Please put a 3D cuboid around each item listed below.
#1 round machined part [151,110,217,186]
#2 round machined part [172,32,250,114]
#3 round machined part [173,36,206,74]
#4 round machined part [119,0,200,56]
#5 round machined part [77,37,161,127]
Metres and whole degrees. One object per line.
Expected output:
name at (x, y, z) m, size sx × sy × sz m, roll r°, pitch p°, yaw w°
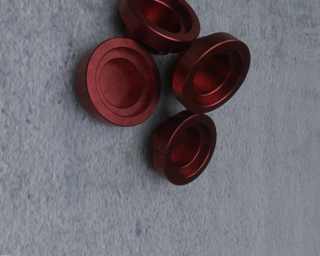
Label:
round machined part at (0.027, 0.022, 0.406) m, size 0.099 × 0.042 × 0.097 m, roll -21°, pitch 122°, yaw -38°
round machined part at (0.056, -0.068, 0.368) m, size 0.099 × 0.042 × 0.097 m, roll -24°, pitch 140°, yaw -21°
round machined part at (0.058, -0.078, 0.444) m, size 0.099 × 0.042 × 0.097 m, roll 0°, pitch 90°, yaw -40°
round machined part at (-0.004, -0.127, 0.374) m, size 0.099 × 0.042 × 0.098 m, roll 17°, pitch 52°, yaw -22°
round machined part at (-0.049, -0.050, 0.354) m, size 0.099 × 0.042 × 0.097 m, roll 0°, pitch 90°, yaw -40°
